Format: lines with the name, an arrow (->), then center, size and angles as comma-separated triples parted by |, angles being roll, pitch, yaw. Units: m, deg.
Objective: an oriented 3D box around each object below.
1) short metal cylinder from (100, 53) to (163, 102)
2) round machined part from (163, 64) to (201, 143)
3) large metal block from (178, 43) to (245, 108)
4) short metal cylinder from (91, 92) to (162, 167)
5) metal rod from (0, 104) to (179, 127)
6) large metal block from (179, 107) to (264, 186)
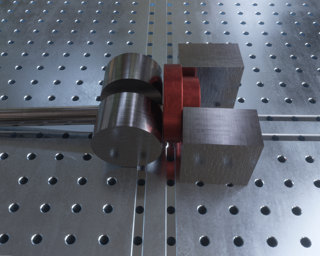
short metal cylinder -> -0.036, -0.053, 0.416 | 0.080, 0.080, 0.050 | 1, 51, 0
round machined part -> 0.026, -0.030, 0.385 | 0.042, 0.097, 0.098 | 1, 50, 1
large metal block -> 0.065, -0.069, 0.431 | 0.081, 0.080, 0.050 | 0, 50, 0
short metal cylinder -> -0.037, 0.004, 0.367 | 0.080, 0.080, 0.050 | 1, 51, 1
metal rod -> -0.119, -0.016, 0.405 | 0.302, 0.025, 0.025 | -1, 50, 4
large metal block -> 0.064, 0.023, 0.354 | 0.080, 0.080, 0.050 | 2, 50, 2
